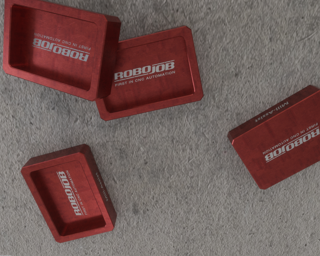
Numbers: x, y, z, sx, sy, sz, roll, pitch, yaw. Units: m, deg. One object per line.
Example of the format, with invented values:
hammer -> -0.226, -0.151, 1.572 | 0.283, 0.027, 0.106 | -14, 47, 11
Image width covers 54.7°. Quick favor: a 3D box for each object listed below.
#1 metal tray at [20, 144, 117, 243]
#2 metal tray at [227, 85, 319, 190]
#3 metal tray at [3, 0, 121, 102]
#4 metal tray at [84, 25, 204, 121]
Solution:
metal tray -> -0.125, 0.095, 0.440 | 0.090, 0.030, 0.129 | -15, 110, 5
metal tray -> 0.170, 0.014, 0.414 | 0.130, 0.030, 0.090 | -32, 107, 11
metal tray -> -0.113, -0.091, 0.347 | 0.130, 0.030, 0.089 | 18, 111, 16
metal tray -> -0.019, -0.067, 0.382 | 0.131, 0.030, 0.089 | -12, 110, 4
